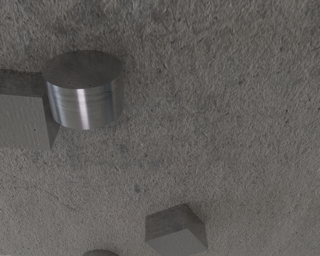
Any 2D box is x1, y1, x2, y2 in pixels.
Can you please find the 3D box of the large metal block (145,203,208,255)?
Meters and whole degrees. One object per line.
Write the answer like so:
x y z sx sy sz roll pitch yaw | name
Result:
0.029 0.186 0.550 0.080 0.050 0.080 -24 126 19 | large metal block

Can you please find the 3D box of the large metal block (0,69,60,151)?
-0.170 -0.021 0.371 0.081 0.050 0.079 5 130 -4 | large metal block

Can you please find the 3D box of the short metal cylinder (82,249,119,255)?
-0.125 0.295 0.641 0.081 0.050 0.079 0 130 0 | short metal cylinder

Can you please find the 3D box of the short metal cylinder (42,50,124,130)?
-0.080 -0.043 0.334 0.081 0.080 0.050 2 130 -2 | short metal cylinder
